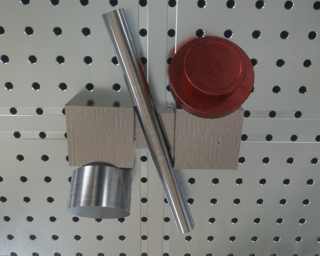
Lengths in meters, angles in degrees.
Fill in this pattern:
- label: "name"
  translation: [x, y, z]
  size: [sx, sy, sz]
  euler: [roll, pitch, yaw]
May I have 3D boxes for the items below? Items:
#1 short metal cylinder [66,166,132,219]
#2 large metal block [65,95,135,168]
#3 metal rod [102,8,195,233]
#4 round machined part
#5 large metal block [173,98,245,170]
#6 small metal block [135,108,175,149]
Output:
- label: "short metal cylinder"
  translation: [-0.078, 0.087, 0.408]
  size: [0.080, 0.050, 0.080]
  euler: [1, 153, 1]
- label: "large metal block"
  translation: [-0.073, 0.003, 0.401]
  size: [0.081, 0.050, 0.079]
  euler: [2, 110, -1]
- label: "metal rod"
  translation: [-0.008, 0.006, 0.388]
  size: [0.025, 0.025, 0.298]
  euler: [-16, 110, 6]
- label: "round machined part"
  translation: [0.060, -0.063, 0.355]
  size: [0.099, 0.042, 0.098]
  euler: [0, 75, -1]
- label: "large metal block"
  translation: [0.059, 0.007, 0.404]
  size: [0.081, 0.050, 0.079]
  euler: [1, 110, -1]
- label: "small metal block"
  translation: [-0.006, 0.000, 0.414]
  size: [0.050, 0.025, 0.050]
  euler: [1, 110, -1]
